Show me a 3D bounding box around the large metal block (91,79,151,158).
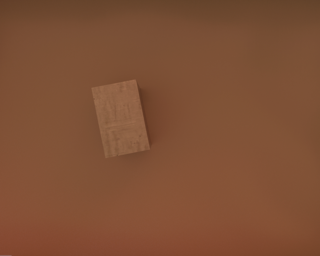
[{"bbox_3d":[-0.044,-0.011,0.383,0.050,0.080,0.080,-11,90,0],"label":"large metal block"}]
